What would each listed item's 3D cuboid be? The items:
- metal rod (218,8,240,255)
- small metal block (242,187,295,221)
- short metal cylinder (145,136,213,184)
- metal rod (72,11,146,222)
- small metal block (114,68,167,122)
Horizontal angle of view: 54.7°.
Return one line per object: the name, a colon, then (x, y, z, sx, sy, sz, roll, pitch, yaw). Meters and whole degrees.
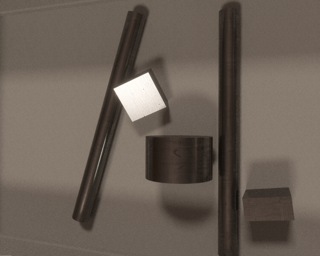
metal rod: (0.084, 0.006, 0.380, 0.025, 0.025, 0.298, 0, 90, 19)
small metal block: (0.123, 0.086, 0.354, 0.050, 0.050, 0.025, -7, 88, 19)
short metal cylinder: (0.023, 0.035, 0.373, 0.080, 0.080, 0.050, 0, 90, 19)
metal rod: (-0.073, -0.012, 0.435, 0.025, 0.025, 0.298, 18, 96, 18)
small metal block: (-0.024, -0.043, 0.406, 0.050, 0.025, 0.050, -23, 109, 15)
